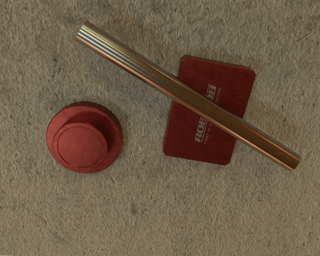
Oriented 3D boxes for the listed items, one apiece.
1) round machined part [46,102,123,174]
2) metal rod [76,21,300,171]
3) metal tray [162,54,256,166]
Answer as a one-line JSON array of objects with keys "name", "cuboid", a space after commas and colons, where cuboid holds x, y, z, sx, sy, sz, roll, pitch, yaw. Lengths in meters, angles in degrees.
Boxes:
[{"name": "round machined part", "cuboid": [-0.100, 0.017, 0.406, 0.099, 0.042, 0.097, 0, 110, -1]}, {"name": "metal rod", "cuboid": [0.042, -0.031, 0.366, 0.301, 0.025, 0.025, 30, 107, -11]}, {"name": "metal tray", "cuboid": [0.059, -0.021, 0.400, 0.091, 0.030, 0.129, 10, 110, -4]}]
